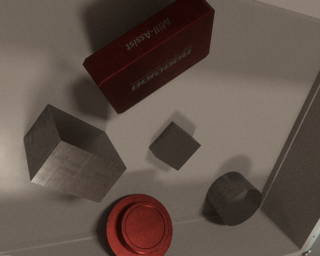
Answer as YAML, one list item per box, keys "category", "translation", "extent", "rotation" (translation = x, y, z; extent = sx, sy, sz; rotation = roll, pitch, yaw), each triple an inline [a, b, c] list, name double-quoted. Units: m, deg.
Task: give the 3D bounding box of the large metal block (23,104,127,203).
- category: "large metal block"
  translation: [-0.095, 0.027, 0.339]
  extent: [0.080, 0.080, 0.050]
  rotation: [31, 101, -38]

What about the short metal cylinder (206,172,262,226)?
- category: "short metal cylinder"
  translation: [0.129, 0.124, 0.542]
  extent: [0.081, 0.050, 0.079]
  rotation: [-14, 125, -21]

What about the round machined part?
- category: "round machined part"
  translation: [-0.027, 0.140, 0.433]
  extent: [0.099, 0.098, 0.042]
  rotation: [-6, 159, -26]

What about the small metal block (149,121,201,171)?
- category: "small metal block"
  translation: [0.021, 0.026, 0.438]
  extent: [0.050, 0.025, 0.050]
  rotation: [-49, 129, 6]

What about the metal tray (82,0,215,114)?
- category: "metal tray"
  translation: [-0.007, -0.074, 0.326]
  extent: [0.130, 0.030, 0.090]
  rotation: [-35, 165, -5]
